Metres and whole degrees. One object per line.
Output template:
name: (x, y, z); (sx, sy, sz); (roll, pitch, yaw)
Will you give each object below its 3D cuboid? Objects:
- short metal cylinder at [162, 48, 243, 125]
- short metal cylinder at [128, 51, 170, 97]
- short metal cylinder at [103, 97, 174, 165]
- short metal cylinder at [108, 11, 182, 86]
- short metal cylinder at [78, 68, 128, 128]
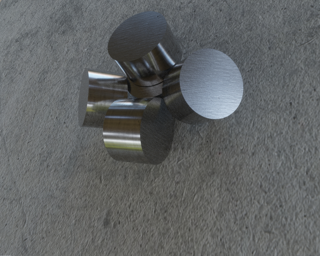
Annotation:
short metal cylinder: (0.049, -0.046, 0.364); (0.080, 0.080, 0.050); (-62, 16, -16)
short metal cylinder: (0.001, -0.060, 0.425); (0.080, 0.050, 0.080); (-13, 56, 20)
short metal cylinder: (-0.024, 0.003, 0.378); (0.050, 0.080, 0.080); (2, 63, 29)
short metal cylinder: (-0.018, -0.100, 0.394); (0.080, 0.050, 0.080); (-13, 56, 20)
short metal cylinder: (-0.081, -0.039, 0.428); (0.080, 0.050, 0.079); (-174, 90, -67)
